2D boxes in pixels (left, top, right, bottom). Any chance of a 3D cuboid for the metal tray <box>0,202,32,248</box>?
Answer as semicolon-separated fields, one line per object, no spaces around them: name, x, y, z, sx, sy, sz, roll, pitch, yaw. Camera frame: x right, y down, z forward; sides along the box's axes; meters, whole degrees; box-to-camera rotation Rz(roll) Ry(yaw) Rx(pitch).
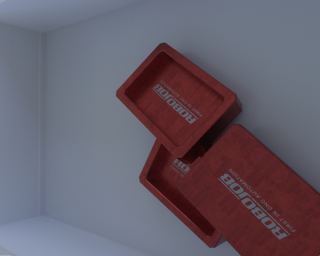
metal tray;-0.339;0.198;0.639;0.130;0.091;0.030;23;97;37

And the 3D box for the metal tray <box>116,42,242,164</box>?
metal tray;0.017;-0.033;0.362;0.090;0.030;0.130;-47;57;3

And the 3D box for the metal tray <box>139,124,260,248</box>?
metal tray;0.040;0.062;0.368;0.130;0.030;0.089;37;112;33

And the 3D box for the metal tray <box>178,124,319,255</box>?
metal tray;0.093;0.070;0.298;0.130;0.030;0.090;45;103;19
